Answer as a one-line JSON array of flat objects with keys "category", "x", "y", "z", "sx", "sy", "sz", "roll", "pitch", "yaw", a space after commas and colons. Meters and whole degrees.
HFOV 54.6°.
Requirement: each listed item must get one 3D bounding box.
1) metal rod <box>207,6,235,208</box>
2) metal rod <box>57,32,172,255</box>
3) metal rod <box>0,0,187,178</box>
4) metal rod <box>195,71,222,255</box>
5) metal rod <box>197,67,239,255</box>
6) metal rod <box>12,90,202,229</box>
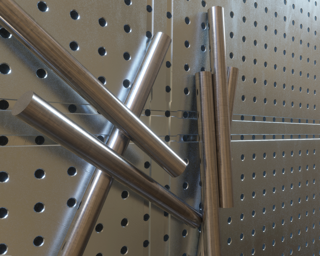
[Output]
[{"category": "metal rod", "x": 0.091, "y": -0.034, "z": 0.466, "sx": 0.025, "sy": 0.025, "sz": 0.299, "roll": 2, "pitch": 83, "yaw": -40}, {"category": "metal rod", "x": -0.049, "y": 0.015, "z": 0.367, "sx": 0.025, "sy": 0.025, "sz": 0.300, "roll": 34, "pitch": 69, "yaw": -35}, {"category": "metal rod", "x": -0.077, "y": -0.045, "z": 0.321, "sx": 0.300, "sy": 0.025, "sz": 0.025, "roll": 44, "pitch": 63, "yaw": -23}, {"category": "metal rod", "x": 0.070, "y": 0.067, "z": 0.446, "sx": 0.025, "sy": 0.025, "sz": 0.299, "roll": 3, "pitch": 82, "yaw": -40}, {"category": "metal rod", "x": 0.092, "y": 0.051, "z": 0.484, "sx": 0.025, "sy": 0.025, "sz": 0.299, "roll": 16, "pitch": 80, "yaw": -39}, {"category": "metal rod", "x": -0.031, "y": 0.057, "z": 0.352, "sx": 0.300, "sy": 0.025, "sz": 0.025, "roll": 43, "pitch": 64, "yaw": -41}]
